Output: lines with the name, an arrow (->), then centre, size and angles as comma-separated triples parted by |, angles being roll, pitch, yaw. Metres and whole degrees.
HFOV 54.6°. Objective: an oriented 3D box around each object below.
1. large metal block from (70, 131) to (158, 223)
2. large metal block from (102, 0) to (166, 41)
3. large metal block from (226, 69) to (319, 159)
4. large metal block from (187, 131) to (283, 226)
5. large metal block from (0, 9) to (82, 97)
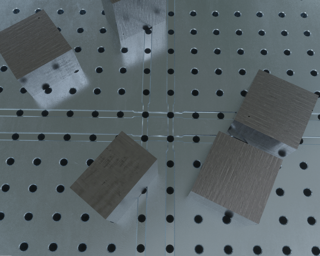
large metal block -> -0.048, 0.060, 0.360 | 0.050, 0.080, 0.080 | 38, 74, 12
large metal block -> -0.038, -0.185, 0.450 | 0.080, 0.080, 0.050 | -28, 73, -10
large metal block -> 0.145, -0.017, 0.406 | 0.080, 0.050, 0.080 | 27, 72, 9
large metal block -> 0.089, 0.062, 0.376 | 0.080, 0.050, 0.080 | 25, 72, 9
large metal block -> -0.172, -0.105, 0.436 | 0.080, 0.050, 0.080 | -34, 74, -12
